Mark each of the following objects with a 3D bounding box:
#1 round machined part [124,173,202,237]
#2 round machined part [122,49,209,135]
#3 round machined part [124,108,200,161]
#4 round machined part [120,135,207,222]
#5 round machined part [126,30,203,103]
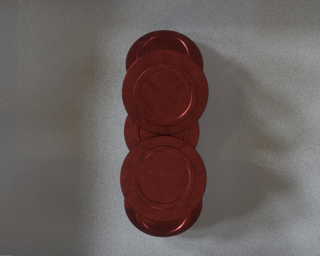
[{"bbox_3d":[0.004,0.095,0.388,0.099,0.042,0.097,0,105,0],"label":"round machined part"},{"bbox_3d":[0.006,-0.039,0.350,0.099,0.042,0.097,0,102,0],"label":"round machined part"},{"bbox_3d":[0.002,0.004,0.401,0.099,0.042,0.097,0,89,0],"label":"round machined part"},{"bbox_3d":[0.004,0.056,0.350,0.099,0.042,0.098,0,79,0],"label":"round machined part"},{"bbox_3d":[0.006,-0.082,0.390,0.099,0.042,0.098,0,74,-1],"label":"round machined part"}]
